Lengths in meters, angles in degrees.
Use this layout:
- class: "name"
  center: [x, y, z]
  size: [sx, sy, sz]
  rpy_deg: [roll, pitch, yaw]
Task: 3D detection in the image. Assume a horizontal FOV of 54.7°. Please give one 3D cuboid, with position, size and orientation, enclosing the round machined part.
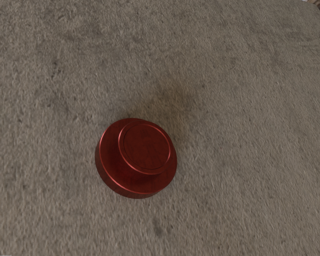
- class: "round machined part"
  center: [-0.023, 0.030, 0.364]
  size: [0.099, 0.042, 0.098]
  rpy_deg: [14, 56, -21]
